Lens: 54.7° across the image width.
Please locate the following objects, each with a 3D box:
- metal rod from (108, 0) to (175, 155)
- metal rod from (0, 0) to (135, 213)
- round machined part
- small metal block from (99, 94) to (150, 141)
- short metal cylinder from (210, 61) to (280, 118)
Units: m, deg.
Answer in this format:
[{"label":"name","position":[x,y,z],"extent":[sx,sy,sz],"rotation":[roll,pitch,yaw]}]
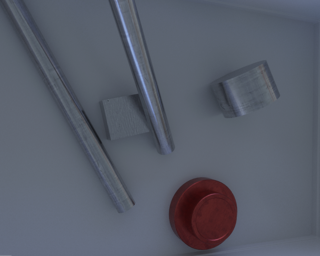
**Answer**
[{"label":"metal rod","position":[-0.027,-0.089,0.331],"extent":[0.025,0.025,0.298],"rotation":[-30,127,-18]},{"label":"metal rod","position":[-0.110,-0.030,0.370],"extent":[0.025,0.025,0.299],"rotation":[-30,100,-18]},{"label":"round machined part","position":[0.066,0.120,0.427],"extent":[0.099,0.042,0.097],"rotation":[0,90,-21]},{"label":"small metal block","position":[-0.046,-0.014,0.394],"extent":[0.050,0.025,0.050],"rotation":[-13,95,-20]},{"label":"short metal cylinder","position":[0.116,-0.053,0.426],"extent":[0.081,0.080,0.050],"rotation":[-28,100,-18]}]
